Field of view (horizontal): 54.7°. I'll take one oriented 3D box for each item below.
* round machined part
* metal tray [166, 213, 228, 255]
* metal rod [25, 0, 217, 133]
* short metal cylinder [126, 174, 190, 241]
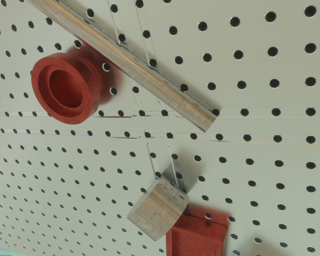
[{"bbox_3d":[-0.124,-0.057,0.428,0.098,0.042,0.097,13,124,20],"label":"round machined part"},{"bbox_3d":[0.057,0.202,0.501,0.090,0.030,0.129,11,123,21],"label":"metal tray"},{"bbox_3d":[-0.059,-0.094,0.382,0.300,0.025,0.025,37,129,3],"label":"metal rod"},{"bbox_3d":[-0.003,0.113,0.446,0.050,0.080,0.080,40,129,0],"label":"short metal cylinder"}]
